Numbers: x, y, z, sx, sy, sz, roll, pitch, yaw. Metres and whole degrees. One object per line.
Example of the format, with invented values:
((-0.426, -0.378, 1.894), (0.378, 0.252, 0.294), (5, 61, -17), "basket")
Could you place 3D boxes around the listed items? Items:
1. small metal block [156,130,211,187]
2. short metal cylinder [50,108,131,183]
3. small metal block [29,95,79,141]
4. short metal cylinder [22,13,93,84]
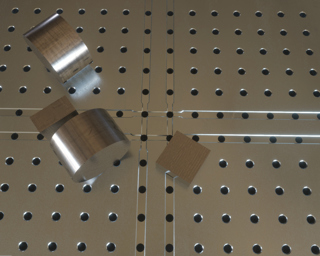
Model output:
((0.029, 0.039, 0.397), (0.050, 0.025, 0.050), (31, 73, 10), "small metal block")
((-0.083, 0.021, 0.374), (0.080, 0.080, 0.050), (-35, 74, -12), "short metal cylinder")
((-0.131, -0.009, 0.401), (0.050, 0.050, 0.025), (-35, 74, -12), "small metal block")
((-0.137, -0.106, 0.420), (0.050, 0.080, 0.080), (-42, 75, -14), "short metal cylinder")
